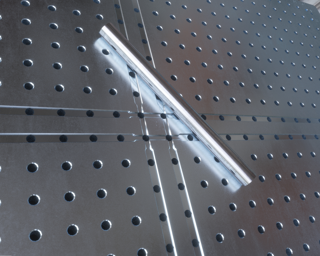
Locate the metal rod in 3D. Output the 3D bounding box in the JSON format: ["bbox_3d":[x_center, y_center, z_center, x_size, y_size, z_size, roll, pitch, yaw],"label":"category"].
[{"bbox_3d":[0.023,-0.036,0.444,0.300,0.025,0.025,47,51,4],"label":"metal rod"}]
